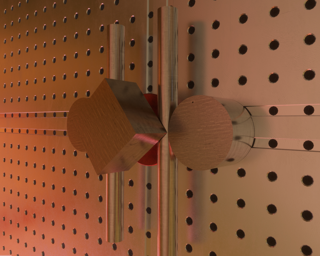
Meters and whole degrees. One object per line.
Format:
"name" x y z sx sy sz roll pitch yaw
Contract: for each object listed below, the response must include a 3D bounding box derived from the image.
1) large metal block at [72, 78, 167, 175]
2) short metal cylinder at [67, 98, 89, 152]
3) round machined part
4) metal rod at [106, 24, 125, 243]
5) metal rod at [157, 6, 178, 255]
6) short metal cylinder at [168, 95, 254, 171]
"large metal block" -0.051 -0.001 0.374 0.080 0.050 0.080 -46 63 30
"short metal cylinder" -0.097 -0.005 0.474 0.080 0.050 0.080 0 90 40
"round machined part" -0.018 0.002 0.414 0.098 0.042 0.097 0 90 40
"metal rod" -0.063 0.007 0.434 0.025 0.025 0.298 1 90 40
"metal rod" 0.009 0.006 0.375 0.025 0.025 0.298 0 90 40
"short metal cylinder" 0.056 0.005 0.346 0.080 0.050 0.080 0 90 40
